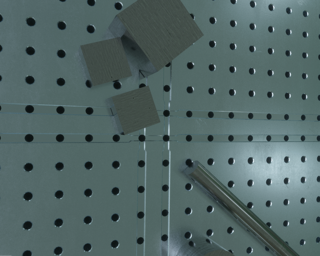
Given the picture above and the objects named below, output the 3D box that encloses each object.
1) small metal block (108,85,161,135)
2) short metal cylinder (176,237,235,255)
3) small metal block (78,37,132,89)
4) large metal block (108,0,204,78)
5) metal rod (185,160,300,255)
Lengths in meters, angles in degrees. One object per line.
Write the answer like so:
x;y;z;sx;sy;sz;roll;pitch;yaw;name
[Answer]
-0.034;-0.023;0.401;0.050;0.025;0.050;-20;97;-19;small metal block
0.065;0.198;0.425;0.081;0.050;0.079;0;90;-21;short metal cylinder
-0.069;-0.081;0.388;0.050;0.025;0.050;-19;97;-19;small metal block
-0.006;-0.124;0.398;0.080;0.050;0.080;-41;103;-16;large metal block
0.151;0.153;0.470;0.300;0.025;0.025;43;76;-15;metal rod
